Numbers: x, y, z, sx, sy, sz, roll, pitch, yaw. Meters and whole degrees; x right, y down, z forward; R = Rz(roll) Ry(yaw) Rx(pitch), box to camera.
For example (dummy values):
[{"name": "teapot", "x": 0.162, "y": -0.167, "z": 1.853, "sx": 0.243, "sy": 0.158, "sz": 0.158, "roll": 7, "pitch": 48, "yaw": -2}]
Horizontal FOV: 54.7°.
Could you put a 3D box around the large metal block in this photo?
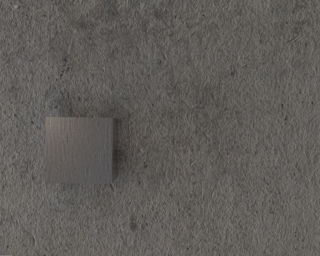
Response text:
[{"name": "large metal block", "x": -0.097, "y": 0.027, "z": 0.397, "sx": 0.081, "sy": 0.050, "sz": 0.080, "roll": 1, "pitch": 90, "yaw": 0}]
